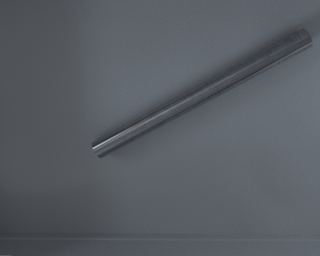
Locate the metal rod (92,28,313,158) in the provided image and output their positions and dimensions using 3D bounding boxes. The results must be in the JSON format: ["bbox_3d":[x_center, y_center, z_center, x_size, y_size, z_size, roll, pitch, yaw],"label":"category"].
[{"bbox_3d":[0.046,-0.039,0.397,0.301,0.025,0.025,-28,108,9],"label":"metal rod"}]
